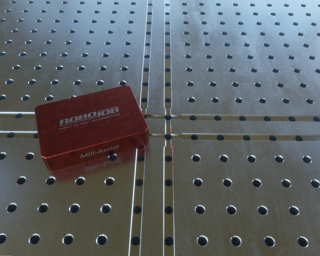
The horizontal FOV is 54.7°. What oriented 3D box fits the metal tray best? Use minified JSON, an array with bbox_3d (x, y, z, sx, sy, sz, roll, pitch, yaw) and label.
[{"bbox_3d":[-0.089,-0.004,0.406,0.131,0.030,0.090,-15,52,-13],"label":"metal tray"}]
